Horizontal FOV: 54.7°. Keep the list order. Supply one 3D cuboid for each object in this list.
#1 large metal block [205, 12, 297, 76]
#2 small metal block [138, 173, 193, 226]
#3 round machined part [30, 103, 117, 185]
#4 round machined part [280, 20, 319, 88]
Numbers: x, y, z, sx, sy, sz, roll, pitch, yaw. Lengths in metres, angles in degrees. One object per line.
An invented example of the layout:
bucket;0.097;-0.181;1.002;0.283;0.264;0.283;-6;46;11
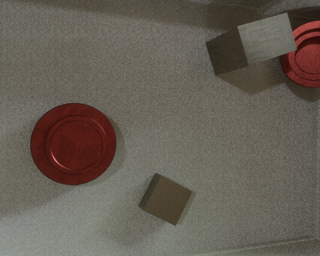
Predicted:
large metal block;0.123;-0.113;0.428;0.081;0.080;0.050;-21;97;-19
small metal block;0.007;0.095;0.414;0.050;0.025;0.050;31;80;-18
round machined part;-0.100;0.019;0.365;0.099;0.042;0.097;0;90;-21
round machined part;0.237;-0.110;0.473;0.098;0.042;0.097;2;97;20
